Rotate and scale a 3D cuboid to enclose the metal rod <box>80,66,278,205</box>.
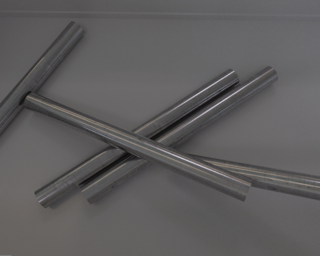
[{"bbox_3d":[0.034,0.003,0.408,0.301,0.025,0.025,-33,73,-11],"label":"metal rod"}]

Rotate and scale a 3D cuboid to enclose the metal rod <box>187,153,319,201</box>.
[{"bbox_3d":[0.147,0.059,0.326,0.300,0.025,0.025,8,68,28],"label":"metal rod"}]

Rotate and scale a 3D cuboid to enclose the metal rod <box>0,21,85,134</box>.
[{"bbox_3d":[-0.201,-0.030,0.418,0.025,0.025,0.300,30,72,10],"label":"metal rod"}]

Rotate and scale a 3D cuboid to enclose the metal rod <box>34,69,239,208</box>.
[{"bbox_3d":[-0.021,0.007,0.406,0.301,0.025,0.025,-33,73,-11],"label":"metal rod"}]

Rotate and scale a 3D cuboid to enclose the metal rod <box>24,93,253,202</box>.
[{"bbox_3d":[-0.040,0.015,0.374,0.301,0.025,0.025,21,71,17],"label":"metal rod"}]
